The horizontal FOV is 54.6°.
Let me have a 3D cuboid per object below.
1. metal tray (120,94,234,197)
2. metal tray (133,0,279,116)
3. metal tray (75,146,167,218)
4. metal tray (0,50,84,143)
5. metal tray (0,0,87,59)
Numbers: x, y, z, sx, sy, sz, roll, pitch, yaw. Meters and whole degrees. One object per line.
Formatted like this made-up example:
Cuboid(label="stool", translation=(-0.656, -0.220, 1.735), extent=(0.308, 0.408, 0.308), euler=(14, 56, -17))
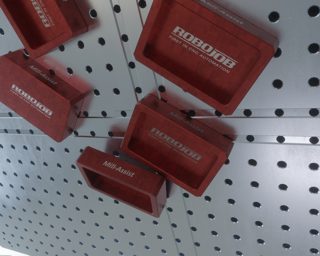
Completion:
Cuboid(label="metal tray", translation=(0.019, 0.025, 0.413), extent=(0.130, 0.030, 0.089), euler=(31, 128, 8))
Cuboid(label="metal tray", translation=(0.045, -0.084, 0.332), extent=(0.130, 0.030, 0.089), euler=(33, 129, 6))
Cuboid(label="metal tray", translation=(-0.056, 0.083, 0.469), extent=(0.130, 0.030, 0.090), euler=(20, 148, 16))
Cuboid(label="metal tray", translation=(-0.188, -0.047, 0.479), extent=(0.130, 0.030, 0.089), euler=(34, 129, 5))
Cuboid(label="metal tray", translation=(-0.161, -0.164, 0.392), extent=(0.090, 0.030, 0.130), euler=(-15, 111, 34))
